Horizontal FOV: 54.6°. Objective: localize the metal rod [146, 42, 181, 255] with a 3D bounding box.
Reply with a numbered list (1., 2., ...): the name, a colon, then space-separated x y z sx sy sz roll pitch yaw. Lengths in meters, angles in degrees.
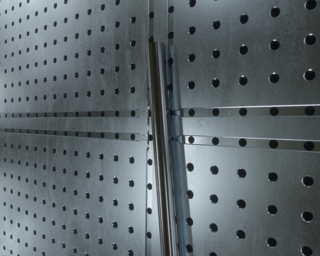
1. metal rod: 0.005 0.037 0.406 0.025 0.025 0.299 -7 85 40
